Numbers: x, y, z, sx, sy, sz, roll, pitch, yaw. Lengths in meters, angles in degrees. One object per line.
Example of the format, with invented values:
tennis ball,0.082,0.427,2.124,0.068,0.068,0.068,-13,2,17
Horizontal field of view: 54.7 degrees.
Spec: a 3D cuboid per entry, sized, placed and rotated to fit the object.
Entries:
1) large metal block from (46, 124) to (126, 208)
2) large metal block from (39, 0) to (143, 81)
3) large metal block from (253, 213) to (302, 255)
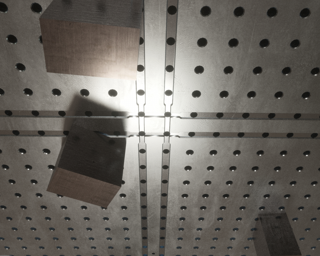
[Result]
large metal block,-0.096,0.050,0.417,0.080,0.080,0.050,22,127,-18
large metal block,-0.059,-0.092,0.297,0.081,0.080,0.050,5,130,-5
large metal block,0.207,0.212,0.559,0.050,0.080,0.079,-2,130,2
